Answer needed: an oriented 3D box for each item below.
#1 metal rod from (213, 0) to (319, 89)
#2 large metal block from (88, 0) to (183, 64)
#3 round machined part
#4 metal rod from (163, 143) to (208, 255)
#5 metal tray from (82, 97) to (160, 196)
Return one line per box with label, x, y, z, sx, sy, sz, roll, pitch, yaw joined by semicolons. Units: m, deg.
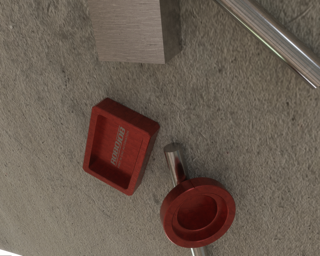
metal rod;0.042;-0.146;0.293;0.300;0.025;0.025;41;129;-1
large metal block;-0.025;-0.117;0.330;0.080;0.050;0.079;8;122;23
round machined part;0.047;0.108;0.416;0.099;0.042;0.097;-5;113;-13
metal rod;0.052;0.157;0.475;0.025;0.025;0.298;-1;118;28
metal tray;-0.061;0.030;0.452;0.090;0.030;0.129;27;128;11
